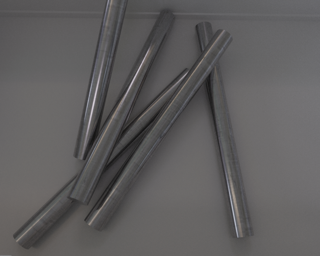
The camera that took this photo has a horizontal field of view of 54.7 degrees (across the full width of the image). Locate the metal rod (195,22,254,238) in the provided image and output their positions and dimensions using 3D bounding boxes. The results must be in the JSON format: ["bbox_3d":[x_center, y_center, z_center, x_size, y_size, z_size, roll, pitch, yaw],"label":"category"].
[{"bbox_3d":[0.081,-0.012,0.414,0.025,0.025,0.299,-6,70,-2],"label":"metal rod"}]

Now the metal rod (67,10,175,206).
[{"bbox_3d":[-0.040,-0.044,0.407,0.025,0.025,0.300,19,64,7],"label":"metal rod"}]

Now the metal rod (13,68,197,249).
[{"bbox_3d":[-0.059,0.029,0.398,0.025,0.025,0.301,41,75,13],"label":"metal rod"}]

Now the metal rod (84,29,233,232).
[{"bbox_3d":[0.005,-0.005,0.396,0.025,0.025,0.300,33,79,11],"label":"metal rod"}]

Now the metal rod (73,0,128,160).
[{"bbox_3d":[-0.063,-0.106,0.377,0.025,0.025,0.298,15,98,5],"label":"metal rod"}]
